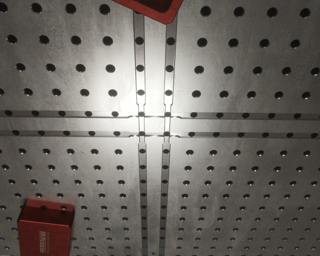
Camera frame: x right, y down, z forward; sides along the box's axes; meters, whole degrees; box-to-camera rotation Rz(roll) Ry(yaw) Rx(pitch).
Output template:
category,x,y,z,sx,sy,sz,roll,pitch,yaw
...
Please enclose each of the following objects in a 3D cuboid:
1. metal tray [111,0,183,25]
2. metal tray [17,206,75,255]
category,x,y,z,sx,sy,sz,roll,pitch,yaw
metal tray,-0.004,-0.167,0.265,0.091,0.030,0.129,19,127,-17
metal tray,-0.210,0.199,0.575,0.091,0.030,0.129,10,130,-9
